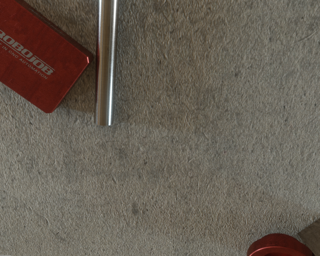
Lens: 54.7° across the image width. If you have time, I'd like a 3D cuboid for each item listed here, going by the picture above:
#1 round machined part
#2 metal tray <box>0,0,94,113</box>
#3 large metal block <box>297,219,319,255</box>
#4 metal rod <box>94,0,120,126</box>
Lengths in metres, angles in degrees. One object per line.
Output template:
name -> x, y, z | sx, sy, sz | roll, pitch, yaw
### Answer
round machined part -> 0.182, 0.198, 0.465 | 0.098, 0.042, 0.097 | 8, 119, 15
metal tray -> -0.159, -0.091, 0.372 | 0.130, 0.030, 0.090 | 37, 106, -13
large metal block -> 0.260, 0.190, 0.451 | 0.050, 0.080, 0.080 | -38, 106, 6
metal rod -> -0.059, -0.146, 0.355 | 0.025, 0.025, 0.298 | 5, 110, -2
